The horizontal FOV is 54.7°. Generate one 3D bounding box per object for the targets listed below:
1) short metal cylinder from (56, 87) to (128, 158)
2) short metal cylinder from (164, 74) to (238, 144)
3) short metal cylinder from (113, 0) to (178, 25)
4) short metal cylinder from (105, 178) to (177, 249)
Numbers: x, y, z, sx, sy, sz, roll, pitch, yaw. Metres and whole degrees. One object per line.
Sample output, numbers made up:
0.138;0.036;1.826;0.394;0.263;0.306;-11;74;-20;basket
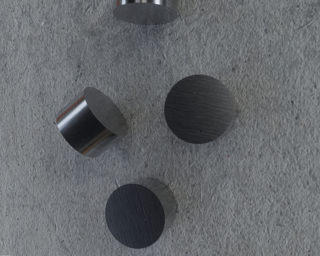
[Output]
-0.088;-0.008;0.411;0.050;0.080;0.080;-37;78;16;short metal cylinder
0.051;-0.022;0.377;0.080;0.050;0.080;0;90;20;short metal cylinder
-0.017;-0.166;0.386;0.080;0.080;0.050;2;91;20;short metal cylinder
-0.023;0.108;0.404;0.080;0.050;0.080;0;90;20;short metal cylinder
